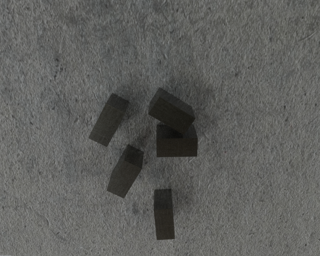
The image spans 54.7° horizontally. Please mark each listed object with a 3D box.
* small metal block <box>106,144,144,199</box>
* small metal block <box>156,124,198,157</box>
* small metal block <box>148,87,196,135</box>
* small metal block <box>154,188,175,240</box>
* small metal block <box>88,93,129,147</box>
[{"bbox_3d":[-0.046,0.057,0.417,0.025,0.050,0.050,28,108,-10],"label":"small metal block"},{"bbox_3d":[0.021,0.015,0.402,0.050,0.050,0.025,-1,110,0],"label":"small metal block"},{"bbox_3d":[0.014,-0.022,0.388,0.050,0.050,0.025,30,107,-11],"label":"small metal block"},{"bbox_3d":[0.006,0.122,0.441,0.025,0.050,0.050,-4,110,1],"label":"small metal block"},{"bbox_3d":[-0.064,-0.011,0.392,0.025,0.050,0.050,27,108,-10],"label":"small metal block"}]
